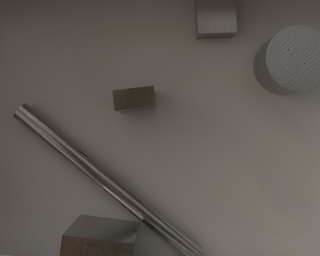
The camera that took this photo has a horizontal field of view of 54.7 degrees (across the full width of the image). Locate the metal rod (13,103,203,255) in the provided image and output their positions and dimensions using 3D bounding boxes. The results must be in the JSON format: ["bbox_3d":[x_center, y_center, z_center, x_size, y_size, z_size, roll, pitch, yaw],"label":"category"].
[{"bbox_3d":[-0.068,0.072,0.410,0.300,0.025,0.025,39,90,-1],"label":"metal rod"}]

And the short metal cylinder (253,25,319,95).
[{"bbox_3d":[0.169,-0.085,0.401,0.081,0.050,0.079,0,90,-1],"label":"short metal cylinder"}]

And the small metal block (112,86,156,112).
[{"bbox_3d":[-0.031,-0.036,0.399,0.050,0.050,0.025,-7,90,0],"label":"small metal block"}]

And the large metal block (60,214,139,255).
[{"bbox_3d":[-0.072,0.148,0.383,0.081,0.080,0.050,7,90,-1],"label":"large metal block"}]

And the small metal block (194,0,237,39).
[{"bbox_3d":[0.073,-0.148,0.412,0.050,0.025,0.050,-2,90,-1],"label":"small metal block"}]
